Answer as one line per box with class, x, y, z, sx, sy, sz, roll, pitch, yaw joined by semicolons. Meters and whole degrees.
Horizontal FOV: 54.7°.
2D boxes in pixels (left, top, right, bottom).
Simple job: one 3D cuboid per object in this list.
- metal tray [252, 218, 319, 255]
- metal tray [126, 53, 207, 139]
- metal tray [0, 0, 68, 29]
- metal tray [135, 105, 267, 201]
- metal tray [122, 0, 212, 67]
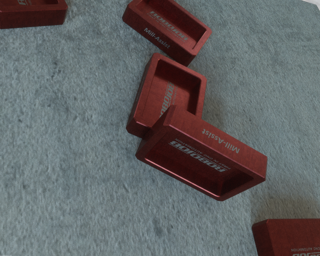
metal tray;0.189;0.167;0.403;0.131;0.030;0.090;7;58;-25
metal tray;0.014;-0.036;0.431;0.090;0.030;0.130;24;53;-14
metal tray;-0.193;-0.195;0.415;0.091;0.030;0.130;-19;72;-36
metal tray;0.047;0.035;0.367;0.131;0.090;0.030;29;52;-11
metal tray;0.015;-0.170;0.514;0.130;0.030;0.090;36;51;-5
